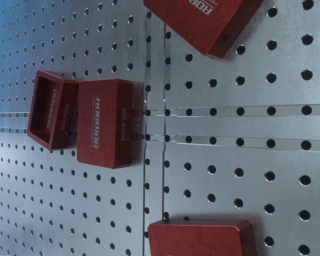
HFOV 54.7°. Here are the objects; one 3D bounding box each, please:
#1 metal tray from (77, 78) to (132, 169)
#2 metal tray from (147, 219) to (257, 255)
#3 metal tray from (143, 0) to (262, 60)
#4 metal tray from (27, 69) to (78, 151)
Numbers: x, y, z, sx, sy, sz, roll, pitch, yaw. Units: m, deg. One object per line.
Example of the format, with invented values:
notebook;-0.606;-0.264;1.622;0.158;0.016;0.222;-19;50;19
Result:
metal tray;-0.087;-0.008;0.475;0.090;0.030;0.129;4;92;39
metal tray;0.048;0.156;0.365;0.130;0.030;0.090;-13;82;38
metal tray;0.045;-0.154;0.367;0.130;0.030;0.089;48;118;28
metal tray;-0.199;-0.034;0.566;0.090;0.030;0.129;23;104;37
